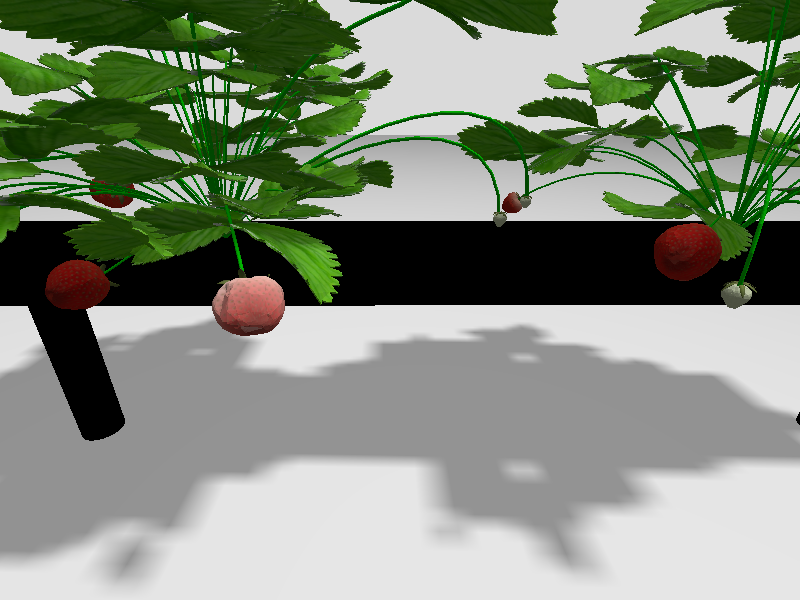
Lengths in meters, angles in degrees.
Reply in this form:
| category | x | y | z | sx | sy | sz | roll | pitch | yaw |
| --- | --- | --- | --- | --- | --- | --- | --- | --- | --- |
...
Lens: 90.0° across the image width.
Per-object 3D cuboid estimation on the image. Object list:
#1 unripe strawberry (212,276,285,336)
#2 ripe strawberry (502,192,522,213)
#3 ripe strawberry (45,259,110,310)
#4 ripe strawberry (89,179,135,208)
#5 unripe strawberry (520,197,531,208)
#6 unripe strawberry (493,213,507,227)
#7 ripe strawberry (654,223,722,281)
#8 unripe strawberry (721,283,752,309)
| category | x | y | z | sx | sy | sz | roll | pitch | yaw |
| --- | --- | --- | --- | --- | --- | --- | --- | --- | --- |
| unripe strawberry | -0.070 | 0.005 | 0.187 | 0.033 | 0.029 | 0.030 | -11 | 37 | -23 |
| ripe strawberry | 0.125 | -0.107 | 0.446 | 0.022 | 0.022 | 0.020 | -28 | 4 | 38 |
| ripe strawberry | -0.177 | -0.007 | 0.218 | 0.027 | 0.028 | 0.029 | 3 | 25 | 8 |
| ripe strawberry | -0.335 | -0.125 | 0.465 | 0.040 | 0.039 | 0.044 | -5 | 16 | 39 |
| unripe strawberry | 0.113 | -0.088 | 0.360 | 0.010 | 0.010 | 0.011 | -1 | 24 | -3 |
| unripe strawberry | 0.080 | -0.064 | 0.321 | 0.011 | 0.011 | 0.010 | 3 | 24 | 7 |
| ripe strawberry | 0.182 | -0.030 | 0.257 | 0.039 | 0.038 | 0.036 | -21 | 32 | -38 |
| unripe strawberry | 0.179 | -0.002 | 0.214 | 0.013 | 0.014 | 0.014 | 17 | 29 | 33 |
